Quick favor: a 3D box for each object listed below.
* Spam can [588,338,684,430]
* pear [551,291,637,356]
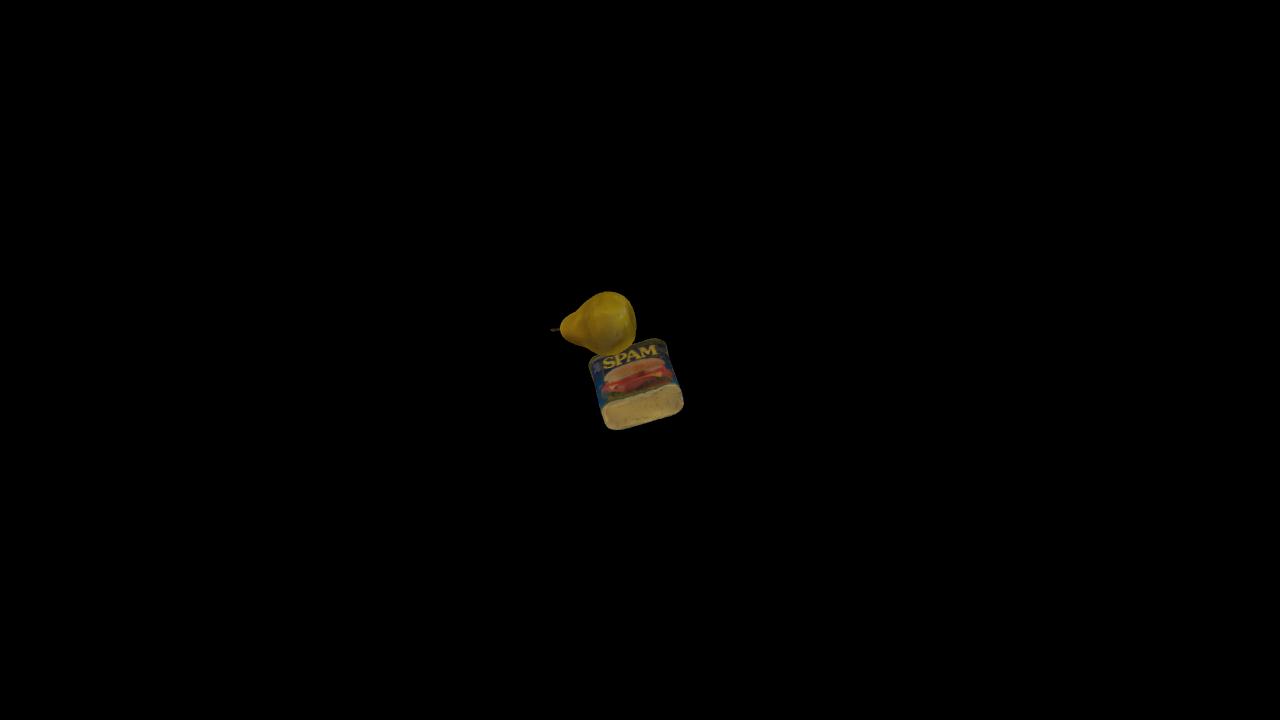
[{"bbox_3d":[-0.005,0.030,0.742,0.101,0.058,0.085,-16,43,-1],"label":"Spam can"},{"bbox_3d":[-0.062,-0.041,0.746,0.111,0.080,0.080,-11,-2,12],"label":"pear"}]
